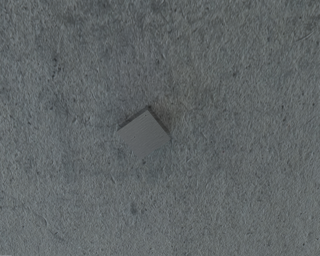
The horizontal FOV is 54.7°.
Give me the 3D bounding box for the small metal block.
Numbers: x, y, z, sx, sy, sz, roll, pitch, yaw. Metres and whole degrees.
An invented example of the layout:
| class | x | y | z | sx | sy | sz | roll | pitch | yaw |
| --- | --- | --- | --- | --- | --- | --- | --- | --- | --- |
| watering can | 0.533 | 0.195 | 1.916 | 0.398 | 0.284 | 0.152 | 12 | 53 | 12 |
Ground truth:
| class | x | y | z | sx | sy | sz | roll | pitch | yaw |
| --- | --- | --- | --- | --- | --- | --- | --- | --- | --- |
| small metal block | -0.021 | 0.005 | 0.413 | 0.050 | 0.025 | 0.050 | -35 | 107 | 11 |
